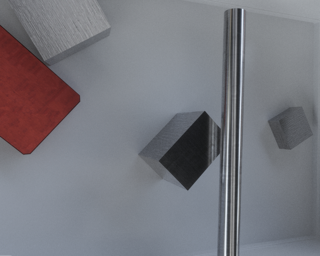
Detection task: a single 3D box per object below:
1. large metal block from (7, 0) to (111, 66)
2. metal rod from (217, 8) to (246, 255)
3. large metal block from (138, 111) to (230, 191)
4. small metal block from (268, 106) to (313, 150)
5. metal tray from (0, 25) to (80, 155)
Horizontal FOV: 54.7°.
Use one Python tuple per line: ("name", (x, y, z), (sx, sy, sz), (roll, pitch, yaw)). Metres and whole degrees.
("large metal block", (-0.112, -0.127, 0.349), (0.080, 0.050, 0.080), (-30, 101, -8))
("metal rod", (0.082, 0.016, 0.357), (0.025, 0.025, 0.298), (2, 90, -20))
("large metal block", (0.028, 0.025, 0.393), (0.080, 0.080, 0.050), (-47, 105, -14))
("small metal block", (0.206, 0.000, 0.489), (0.050, 0.025, 0.050), (-29, 100, -18))
("metal tray", (-0.168, -0.044, 0.346), (0.130, 0.030, 0.090), (43, 76, -15))
